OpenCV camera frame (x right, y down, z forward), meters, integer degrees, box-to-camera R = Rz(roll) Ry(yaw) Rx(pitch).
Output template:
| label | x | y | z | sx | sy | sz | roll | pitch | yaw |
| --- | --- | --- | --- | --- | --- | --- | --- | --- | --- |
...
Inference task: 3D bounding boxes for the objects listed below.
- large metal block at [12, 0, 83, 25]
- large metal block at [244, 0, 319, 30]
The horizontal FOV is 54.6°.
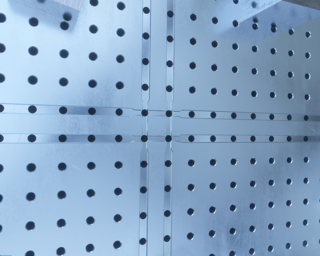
| label | x | y | z | sx | sy | sz | roll | pitch | yaw |
| --- | --- | --- | --- | --- | --- | --- | --- | --- | --- |
| large metal block | -0.123 | -0.178 | 0.354 | 0.080 | 0.050 | 0.080 | 17 | 84 | -19 |
| large metal block | 0.182 | -0.186 | 0.450 | 0.081 | 0.080 | 0.050 | 4 | 89 | -20 |
